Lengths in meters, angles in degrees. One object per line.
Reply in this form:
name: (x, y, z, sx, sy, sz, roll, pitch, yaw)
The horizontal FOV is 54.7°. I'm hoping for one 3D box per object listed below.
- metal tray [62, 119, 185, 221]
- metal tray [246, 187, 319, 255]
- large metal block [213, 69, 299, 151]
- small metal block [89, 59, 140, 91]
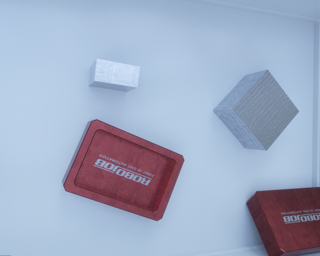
metal tray: (-0.044, 0.054, 0.392, 0.131, 0.030, 0.090, 24, 82, -19)
metal tray: (0.205, 0.137, 0.458, 0.131, 0.030, 0.090, 1, 49, -20)
large metal block: (0.139, -0.025, 0.450, 0.080, 0.050, 0.080, -46, 105, -14)
small metal block: (-0.057, -0.062, 0.377, 0.050, 0.050, 0.025, 7, 88, -20)
